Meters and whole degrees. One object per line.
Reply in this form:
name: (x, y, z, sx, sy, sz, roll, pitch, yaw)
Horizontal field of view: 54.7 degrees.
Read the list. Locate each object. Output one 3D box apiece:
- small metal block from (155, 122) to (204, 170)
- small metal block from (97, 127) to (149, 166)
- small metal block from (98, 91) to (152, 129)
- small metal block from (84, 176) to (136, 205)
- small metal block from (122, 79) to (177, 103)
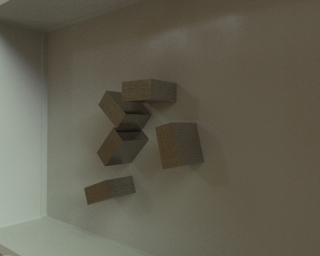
small metal block: (0.024, 0.021, 0.371, 0.025, 0.050, 0.050, -17, 79, 39)
small metal block: (-0.052, 0.025, 0.434, 0.025, 0.050, 0.050, 52, 120, 27)
small metal block: (-0.048, -0.025, 0.431, 0.050, 0.050, 0.025, 48, 119, 29)
small metal block: (-0.073, 0.091, 0.451, 0.050, 0.050, 0.025, -24, 75, 37)
small metal block: (-0.014, -0.047, 0.402, 0.050, 0.050, 0.025, 1, 91, 40)
